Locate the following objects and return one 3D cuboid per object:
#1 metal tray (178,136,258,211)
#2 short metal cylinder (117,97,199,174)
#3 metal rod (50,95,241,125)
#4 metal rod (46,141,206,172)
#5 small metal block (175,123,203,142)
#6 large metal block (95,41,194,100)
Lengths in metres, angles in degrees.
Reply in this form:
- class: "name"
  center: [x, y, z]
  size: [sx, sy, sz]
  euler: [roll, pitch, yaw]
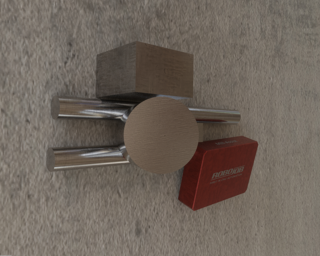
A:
- class: "metal tray"
  center: [0.090, 0.063, 0.463]
  size: [0.131, 0.030, 0.089]
  euler: [-5, 111, -41]
- class: "short metal cylinder"
  center: [-0.004, 0.008, 0.342]
  size: [0.081, 0.050, 0.080]
  euler: [0, 88, -16]
- class: "metal rod"
  center: [0.008, -0.019, 0.415]
  size: [0.302, 0.025, 0.025]
  euler: [1, 90, -40]
- class: "metal rod"
  center: [0.004, 0.032, 0.412]
  size: [0.302, 0.025, 0.025]
  euler: [0, 90, -40]
- class: "small metal block"
  center: [0.021, 0.005, 0.409]
  size: [0.050, 0.050, 0.025]
  euler: [1, 90, -40]
- class: "large metal block"
  center: [-0.019, -0.060, 0.357]
  size: [0.081, 0.080, 0.050]
  euler: [1, 90, -40]
